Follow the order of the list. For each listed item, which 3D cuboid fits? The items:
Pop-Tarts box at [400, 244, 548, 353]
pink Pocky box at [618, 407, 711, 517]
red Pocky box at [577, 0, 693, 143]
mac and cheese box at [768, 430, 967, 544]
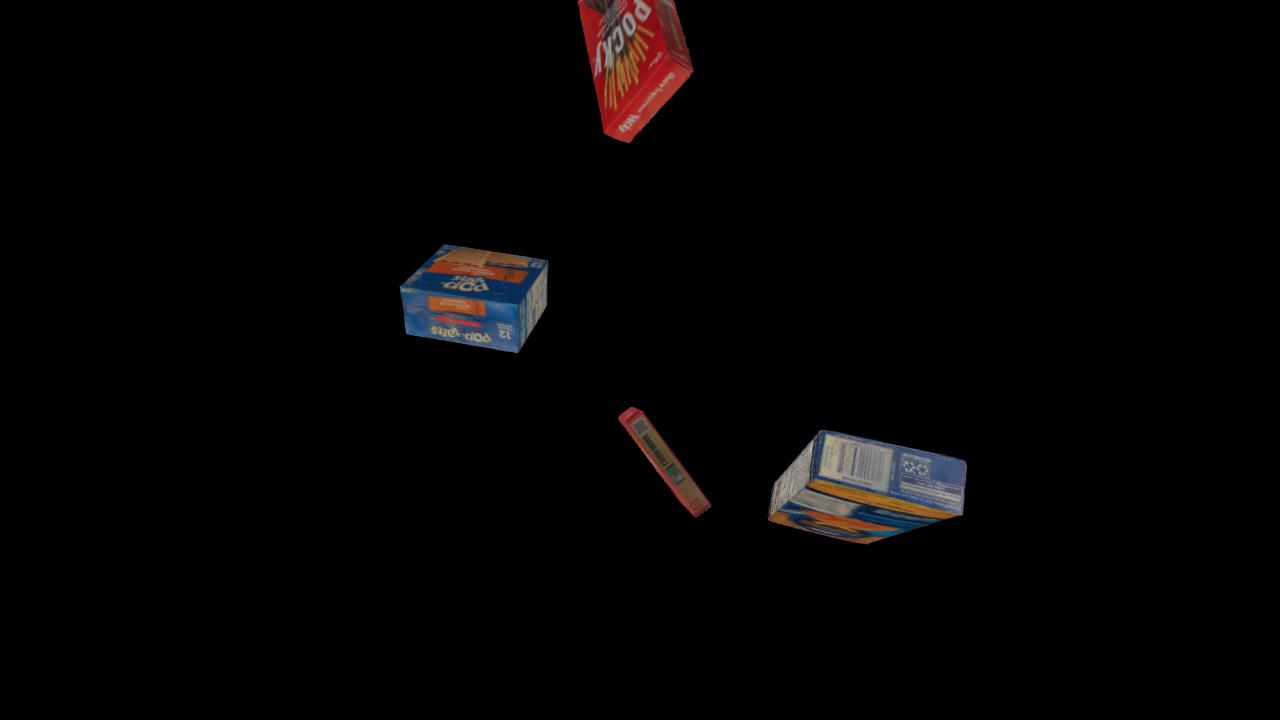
[{"bbox_3d":[-0.232,-0.093,0.889,0.167,0.083,0.141,9,36,6],"label":"Pop-Tarts box"},{"bbox_3d":[0.030,0.131,0.810,0.029,0.155,0.084,-37,4,-8],"label":"pink Pocky box"},{"bbox_3d":[-0.008,-0.259,0.486,0.028,0.155,0.083,9,-30,-39],"label":"red Pocky box"},{"bbox_3d":[0.157,0.102,0.463,0.093,0.041,0.184,11,-21,7],"label":"mac and cheese box"}]
